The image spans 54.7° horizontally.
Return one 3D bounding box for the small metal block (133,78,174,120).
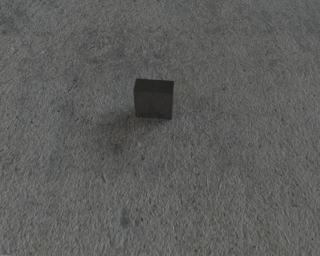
[{"bbox_3d":[-0.008,-0.039,0.420,0.050,0.050,0.025,4,50,3],"label":"small metal block"}]
